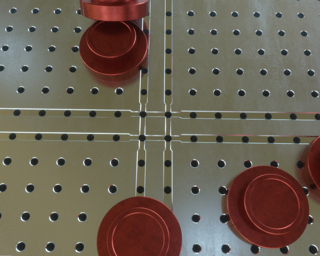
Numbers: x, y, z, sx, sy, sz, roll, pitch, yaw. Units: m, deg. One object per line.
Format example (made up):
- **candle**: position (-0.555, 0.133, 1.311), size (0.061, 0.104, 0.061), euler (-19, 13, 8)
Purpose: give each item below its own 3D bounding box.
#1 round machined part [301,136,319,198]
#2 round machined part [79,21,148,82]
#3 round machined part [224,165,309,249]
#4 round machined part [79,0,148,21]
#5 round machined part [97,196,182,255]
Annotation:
- **round machined part**: position (0.235, 0.048, 0.388), size (0.099, 0.042, 0.098), euler (0, 70, 0)
- **round machined part**: position (-0.067, -0.120, 0.446), size (0.099, 0.042, 0.098), euler (0, 70, -1)
- **round machined part**: position (0.130, 0.092, 0.371), size (0.099, 0.042, 0.098), euler (0, 70, 0)
- **round machined part**: position (-0.066, -0.187, 0.445), size (0.099, 0.042, 0.098), euler (2, 34, -1)
- **round machined part**: position (-0.024, 0.128, 0.356), size (0.099, 0.042, 0.098), euler (0, 70, 0)
